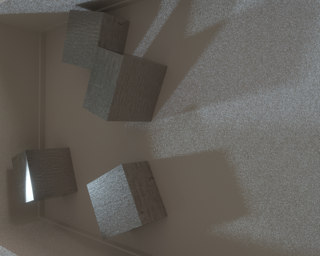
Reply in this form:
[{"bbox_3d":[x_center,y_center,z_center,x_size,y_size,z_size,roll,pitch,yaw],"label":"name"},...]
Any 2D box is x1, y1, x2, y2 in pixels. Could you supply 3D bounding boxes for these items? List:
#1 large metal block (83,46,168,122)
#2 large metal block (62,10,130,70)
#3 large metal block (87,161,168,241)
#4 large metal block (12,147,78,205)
[{"bbox_3d":[-0.045,-0.055,0.406,0.050,0.081,0.079,27,107,36],"label":"large metal block"},{"bbox_3d":[-0.099,-0.130,0.469,0.080,0.050,0.079,20,103,38],"label":"large metal block"},{"bbox_3d":[-0.047,0.099,0.427,0.080,0.050,0.080,-33,70,35],"label":"large metal block"},{"bbox_3d":[-0.196,0.080,0.530,0.050,0.081,0.080,-23,76,37],"label":"large metal block"}]
